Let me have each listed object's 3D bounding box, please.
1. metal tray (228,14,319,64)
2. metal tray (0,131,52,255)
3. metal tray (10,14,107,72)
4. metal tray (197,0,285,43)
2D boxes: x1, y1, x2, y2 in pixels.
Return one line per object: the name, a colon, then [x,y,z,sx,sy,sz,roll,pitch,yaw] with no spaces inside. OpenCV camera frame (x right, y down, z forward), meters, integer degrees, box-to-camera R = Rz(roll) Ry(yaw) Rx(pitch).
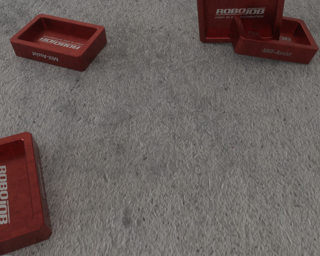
metal tray: [0.184,-0.153,0.515,0.131,0.030,0.090,6,50,-8]
metal tray: [-0.176,0.070,0.339,0.091,0.030,0.130,-16,52,-13]
metal tray: [-0.168,-0.146,0.521,0.130,0.030,0.090,15,52,12]
metal tray: [0.129,-0.185,0.504,0.130,0.090,0.030,4,49,15]
